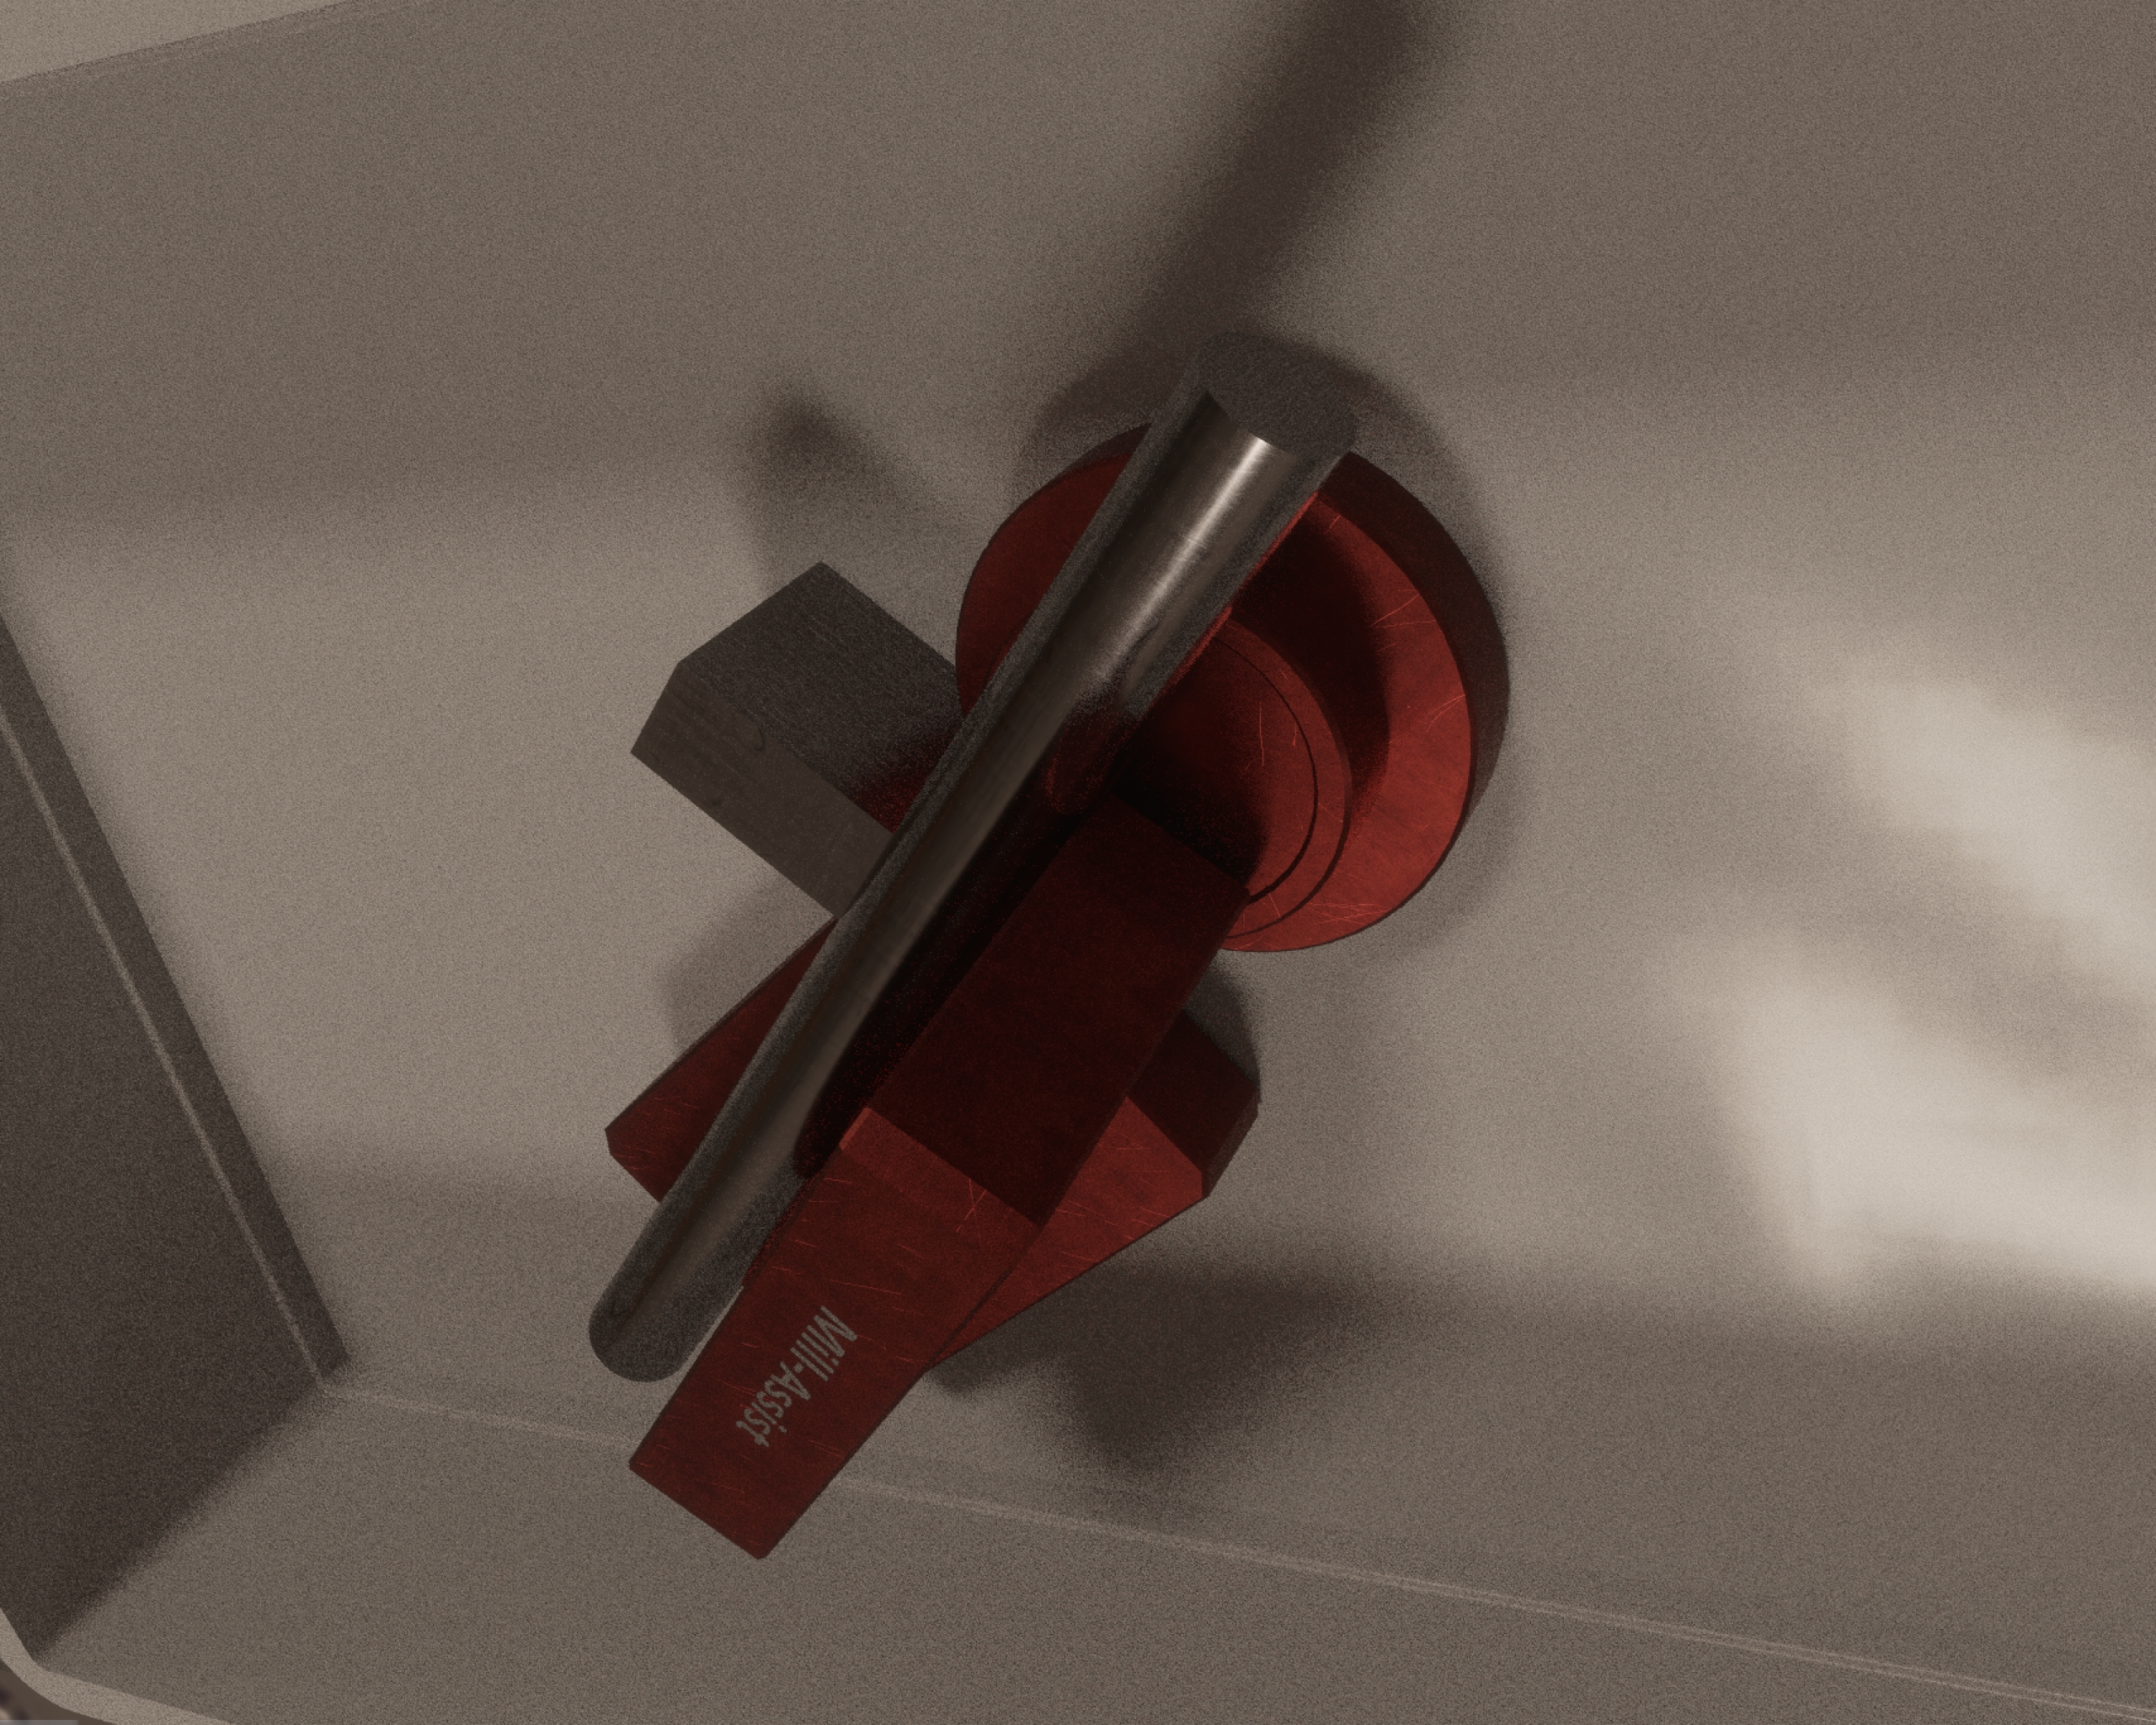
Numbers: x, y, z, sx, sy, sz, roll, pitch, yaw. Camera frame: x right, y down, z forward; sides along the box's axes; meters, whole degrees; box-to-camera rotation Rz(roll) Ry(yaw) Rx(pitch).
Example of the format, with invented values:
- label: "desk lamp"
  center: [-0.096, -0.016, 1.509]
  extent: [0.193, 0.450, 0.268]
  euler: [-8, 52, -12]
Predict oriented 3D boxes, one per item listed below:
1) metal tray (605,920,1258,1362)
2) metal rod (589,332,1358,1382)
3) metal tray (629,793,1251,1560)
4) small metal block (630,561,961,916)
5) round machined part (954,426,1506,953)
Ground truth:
- label: "metal tray"
  center: [-0.036, 0.057, 0.456]
  extent: [0.090, 0.030, 0.129]
  euler: [46, 129, -5]
- label: "metal rod"
  center: [-0.037, 0.023, 0.389]
  extent: [0.025, 0.025, 0.298]
  euler: [38, 133, 2]
- label: "metal tray"
  center: [-0.026, 0.057, 0.363]
  extent: [0.030, 0.090, 0.129]
  euler: [36, 135, 1]
- label: "small metal block"
  center: [-0.047, -0.024, 0.399]
  extent: [0.050, 0.050, 0.025]
  euler: [39, 129, 1]
- label: "round machined part"
  center: [0.022, -0.025, 0.367]
  extent: [0.098, 0.042, 0.097]
  euler: [13, 124, 20]
